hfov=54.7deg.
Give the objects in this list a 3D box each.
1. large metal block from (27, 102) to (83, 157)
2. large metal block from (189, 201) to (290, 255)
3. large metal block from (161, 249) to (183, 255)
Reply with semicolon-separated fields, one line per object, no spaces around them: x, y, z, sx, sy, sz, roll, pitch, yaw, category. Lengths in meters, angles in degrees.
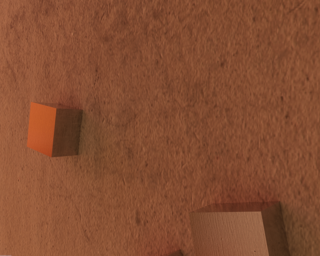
-0.183;0.001;0.536;0.080;0.050;0.079;13;98;39;large metal block
0.083;0.122;0.319;0.080;0.050;0.080;-14;81;39;large metal block
-0.003;0.209;0.389;0.080;0.050;0.080;-34;69;34;large metal block
